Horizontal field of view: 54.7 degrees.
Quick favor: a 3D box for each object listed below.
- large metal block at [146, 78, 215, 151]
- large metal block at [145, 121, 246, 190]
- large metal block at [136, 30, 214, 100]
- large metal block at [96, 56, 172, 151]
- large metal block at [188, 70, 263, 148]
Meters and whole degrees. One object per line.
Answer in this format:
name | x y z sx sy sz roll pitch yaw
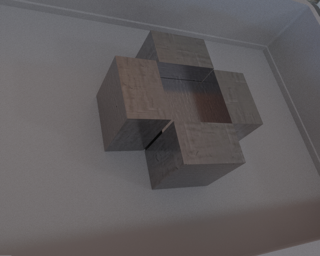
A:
large metal block | 0.020 -0.017 0.407 0.081 0.050 0.080 1 62 -28
large metal block | 0.038 0.034 0.368 0.081 0.080 0.050 2 61 -27
large metal block | 0.013 -0.081 0.424 0.081 0.080 0.050 1 62 -28
large metal block | -0.035 -0.026 0.366 0.050 0.080 0.080 1 62 -28
large metal block | 0.083 -0.022 0.427 0.050 0.080 0.080 1 62 -28
